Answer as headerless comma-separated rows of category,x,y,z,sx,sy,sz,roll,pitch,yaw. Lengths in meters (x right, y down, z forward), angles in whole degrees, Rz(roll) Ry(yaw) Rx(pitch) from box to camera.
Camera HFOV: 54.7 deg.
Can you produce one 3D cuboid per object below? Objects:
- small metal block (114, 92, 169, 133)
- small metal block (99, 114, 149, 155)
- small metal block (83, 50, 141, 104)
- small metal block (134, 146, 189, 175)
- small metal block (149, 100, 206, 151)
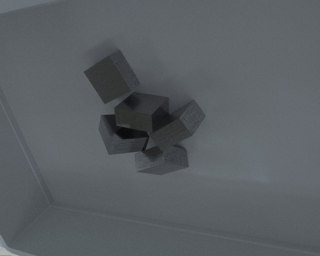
small metal block,-0.022,-0.021,0.391,0.050,0.050,0.025,11,123,22
small metal block,-0.049,0.007,0.409,0.050,0.050,0.025,59,143,41
small metal block,-0.062,-0.065,0.401,0.050,0.025,0.050,-21,107,36
small metal block,0.002,0.044,0.416,0.050,0.050,0.025,-22,65,36
small metal block,0.022,-0.003,0.379,0.050,0.050,0.025,-29,102,37
